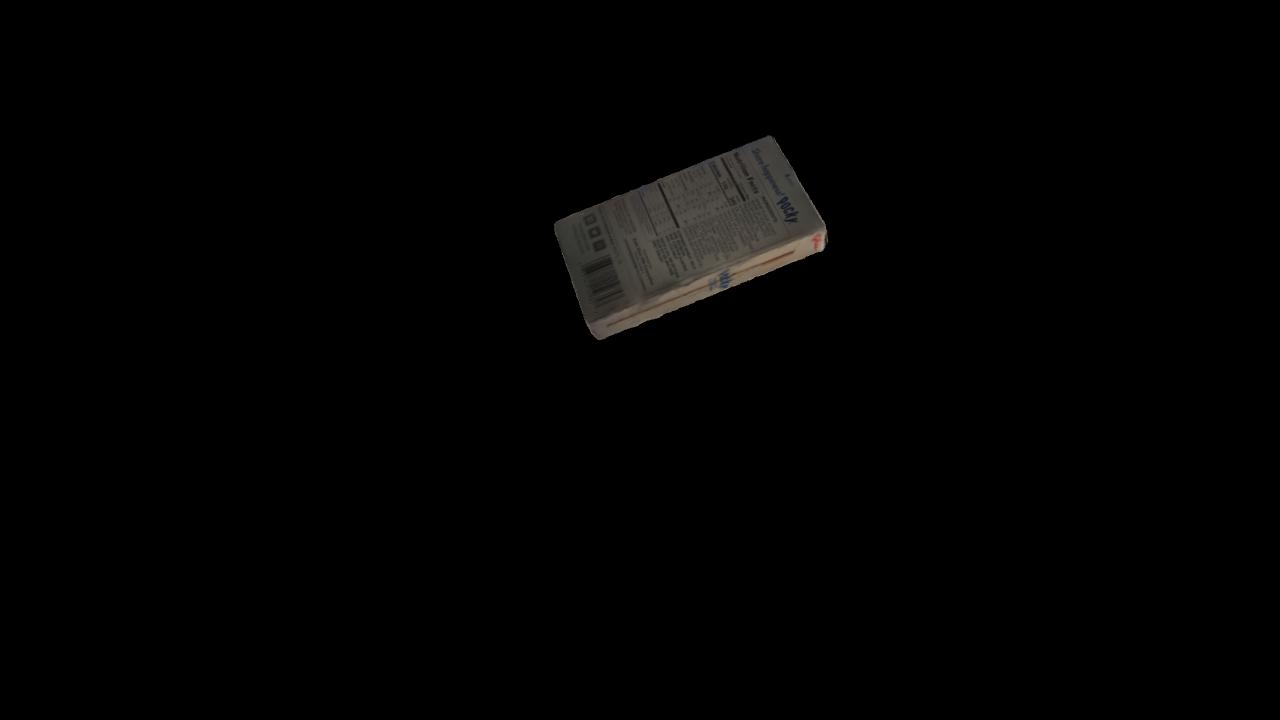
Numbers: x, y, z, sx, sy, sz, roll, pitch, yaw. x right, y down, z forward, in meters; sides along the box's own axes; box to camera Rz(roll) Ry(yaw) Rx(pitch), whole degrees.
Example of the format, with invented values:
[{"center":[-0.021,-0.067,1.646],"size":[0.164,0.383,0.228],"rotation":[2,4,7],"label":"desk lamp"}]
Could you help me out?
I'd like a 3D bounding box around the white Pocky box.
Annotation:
[{"center":[0.028,-0.078,0.389],"size":[0.154,0.084,0.028],"rotation":[-21,-27,3],"label":"white Pocky box"}]
